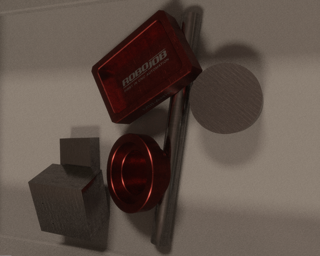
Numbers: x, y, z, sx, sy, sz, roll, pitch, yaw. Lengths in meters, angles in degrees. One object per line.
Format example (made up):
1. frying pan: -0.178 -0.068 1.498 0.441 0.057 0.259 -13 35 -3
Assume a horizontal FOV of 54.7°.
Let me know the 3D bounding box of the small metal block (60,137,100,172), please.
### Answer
1. small metal block: -0.116 0.039 0.450 0.050 0.025 0.050 -2 89 19

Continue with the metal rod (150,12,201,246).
1. metal rod: 0.020 0.003 0.402 0.025 0.025 0.298 9 93 19

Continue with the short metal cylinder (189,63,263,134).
1. short metal cylinder: 0.080 -0.033 0.369 0.080 0.050 0.079 0 90 19

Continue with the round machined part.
1. round machined part: -0.024 0.056 0.395 0.098 0.042 0.097 -7 81 48

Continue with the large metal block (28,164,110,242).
1. large metal block: -0.122 0.100 0.425 0.080 0.050 0.079 4 114 19

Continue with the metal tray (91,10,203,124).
1. metal tray: -0.022 -0.073 0.397 0.130 0.030 0.090 -32 72 26
